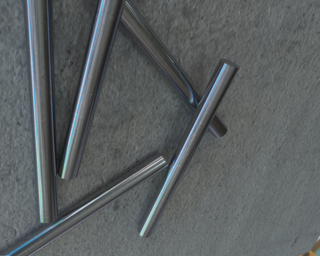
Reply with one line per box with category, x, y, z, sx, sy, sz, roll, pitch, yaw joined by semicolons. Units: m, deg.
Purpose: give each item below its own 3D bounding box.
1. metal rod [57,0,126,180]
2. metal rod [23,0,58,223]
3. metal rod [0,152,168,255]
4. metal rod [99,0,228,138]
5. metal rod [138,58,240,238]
metal rod;-0.064;-0.066;0.308;0.025;0.025;0.298;3;124;-30
metal rod;-0.124;-0.017;0.329;0.025;0.025;0.298;-6;121;-26
metal rod;-0.122;0.123;0.417;0.301;0.025;0.025;-32;129;-8
metal rod;0.006;-0.077;0.363;0.025;0.025;0.300;-44;130;2
metal rod;0.029;0.045;0.430;0.025;0.025;0.298;5;122;-31
